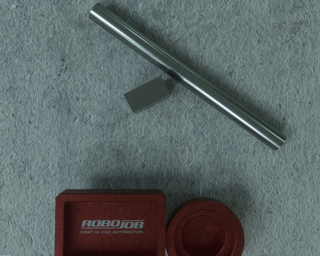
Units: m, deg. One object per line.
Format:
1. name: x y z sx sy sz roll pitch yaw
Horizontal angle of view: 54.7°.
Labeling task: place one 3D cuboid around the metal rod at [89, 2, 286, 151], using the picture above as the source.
1. metal rod: 0.037 -0.067 0.410 0.301 0.025 0.025 36 90 -1

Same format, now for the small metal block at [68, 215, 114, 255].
1. small metal block: -0.093 0.145 0.409 0.050 0.025 0.050 -18 90 0

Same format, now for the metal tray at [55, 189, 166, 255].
1. metal tray: -0.059 0.123 0.382 0.131 0.030 0.089 1 89 -3

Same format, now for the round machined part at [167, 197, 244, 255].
1. round machined part: 0.055 0.138 0.402 0.099 0.042 0.097 0 90 -1

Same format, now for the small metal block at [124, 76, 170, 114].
1. small metal block: -0.016 -0.041 0.397 0.050 0.050 0.025 -27 90 0
